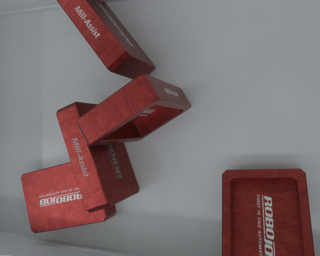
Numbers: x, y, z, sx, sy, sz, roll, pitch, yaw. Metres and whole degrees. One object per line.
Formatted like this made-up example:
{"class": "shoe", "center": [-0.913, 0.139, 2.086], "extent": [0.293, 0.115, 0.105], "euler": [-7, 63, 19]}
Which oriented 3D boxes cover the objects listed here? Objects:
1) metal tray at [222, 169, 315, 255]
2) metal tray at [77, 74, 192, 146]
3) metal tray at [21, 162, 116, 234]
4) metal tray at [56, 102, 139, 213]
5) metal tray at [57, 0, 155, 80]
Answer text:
{"class": "metal tray", "center": [0.116, 0.112, 0.340], "extent": [0.090, 0.030, 0.130], "euler": [-4, 65, 19]}
{"class": "metal tray", "center": [-0.023, -0.017, 0.363], "extent": [0.090, 0.130, 0.030], "euler": [-33, 80, 17]}
{"class": "metal tray", "center": [-0.137, 0.098, 0.456], "extent": [0.130, 0.030, 0.090], "euler": [-15, 85, 19]}
{"class": "metal tray", "center": [-0.077, 0.034, 0.403], "extent": [0.030, 0.090, 0.129], "euler": [-22, 83, 19]}
{"class": "metal tray", "center": [-0.068, -0.123, 0.400], "extent": [0.030, 0.090, 0.130], "euler": [-40, 78, 16]}
